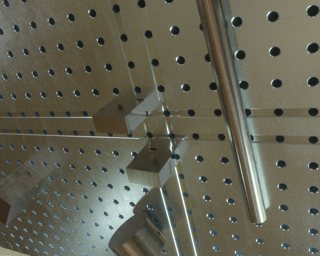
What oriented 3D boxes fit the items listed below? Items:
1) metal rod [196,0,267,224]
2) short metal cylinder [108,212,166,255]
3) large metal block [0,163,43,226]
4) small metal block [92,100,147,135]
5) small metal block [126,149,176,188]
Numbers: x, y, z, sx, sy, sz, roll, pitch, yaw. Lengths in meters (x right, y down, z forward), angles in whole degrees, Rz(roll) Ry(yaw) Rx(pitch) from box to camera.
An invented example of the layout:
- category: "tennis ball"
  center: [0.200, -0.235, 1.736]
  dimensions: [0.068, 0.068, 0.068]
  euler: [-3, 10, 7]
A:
- category: "metal rod"
  center: [0.087, -0.011, 0.358]
  dimensions: [0.025, 0.025, 0.298]
  euler: [-4, 117, 30]
- category: "short metal cylinder"
  center: [-0.037, 0.185, 0.510]
  dimensions: [0.080, 0.080, 0.050]
  euler: [-31, 101, 38]
- category: "large metal block"
  center: [-0.285, 0.130, 0.607]
  dimensions: [0.050, 0.080, 0.080]
  euler: [37, 129, 4]
- category: "small metal block"
  center: [-0.053, -0.016, 0.413]
  dimensions: [0.050, 0.050, 0.025]
  euler: [4, 120, 26]
- category: "small metal block"
  center: [-0.012, 0.055, 0.436]
  dimensions: [0.050, 0.050, 0.025]
  euler: [5, 121, 26]
